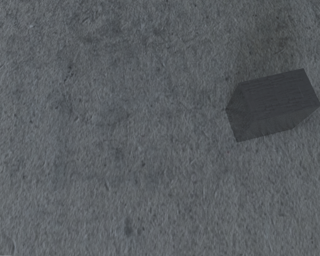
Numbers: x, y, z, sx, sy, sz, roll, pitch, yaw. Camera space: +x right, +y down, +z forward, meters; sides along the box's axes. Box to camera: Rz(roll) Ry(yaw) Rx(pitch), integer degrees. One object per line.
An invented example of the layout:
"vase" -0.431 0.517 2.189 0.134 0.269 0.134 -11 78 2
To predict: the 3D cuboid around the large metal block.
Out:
"large metal block" 0.136 -0.025 0.390 0.081 0.080 0.050 -13 71 -5
